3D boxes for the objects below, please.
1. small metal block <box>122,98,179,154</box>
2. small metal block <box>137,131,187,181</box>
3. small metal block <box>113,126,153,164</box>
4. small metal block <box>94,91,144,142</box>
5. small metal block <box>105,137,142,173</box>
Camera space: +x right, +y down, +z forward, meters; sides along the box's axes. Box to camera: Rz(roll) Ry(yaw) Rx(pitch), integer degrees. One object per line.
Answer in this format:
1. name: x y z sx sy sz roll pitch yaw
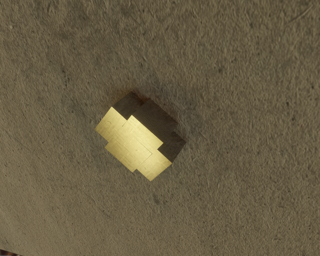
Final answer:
1. small metal block: -0.011 -0.004 0.393 0.050 0.050 0.025 42 129 -1
2. small metal block: 0.002 0.036 0.411 0.025 0.050 0.050 43 129 -2
3. small metal block: -0.025 0.010 0.409 0.050 0.050 0.025 43 129 -2
4. small metal block: -0.052 -0.016 0.408 0.025 0.050 0.050 43 129 -2
5. small metal block: -0.038 0.024 0.425 0.050 0.050 0.025 43 129 -2
